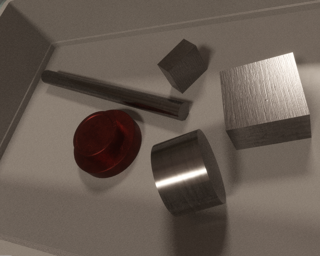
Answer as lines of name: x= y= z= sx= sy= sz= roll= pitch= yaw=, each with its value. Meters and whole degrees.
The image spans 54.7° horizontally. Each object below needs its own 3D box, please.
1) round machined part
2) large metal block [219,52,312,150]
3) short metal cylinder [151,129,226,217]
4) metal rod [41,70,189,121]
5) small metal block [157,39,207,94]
round machined part: x=-0.079 y=0.016 z=0.425 sx=0.098 sy=0.042 sz=0.098 roll=-13 pitch=56 yaw=20
large metal block: x=0.116 y=-0.028 z=0.346 sx=0.080 sy=0.050 sz=0.080 roll=-12 pitch=57 yaw=21
short metal cylinder: x=0.031 y=0.047 z=0.325 sx=0.050 sy=0.080 sz=0.080 roll=-21 pitch=54 yaw=16
metal rod: x=-0.088 y=-0.058 z=0.485 sx=0.300 sy=0.025 sz=0.025 roll=17 pitch=71 yaw=34
small metal block: x=0.032 y=-0.083 z=0.423 sx=0.050 sy=0.050 sz=0.025 roll=-45 pitch=51 yaw=-3
